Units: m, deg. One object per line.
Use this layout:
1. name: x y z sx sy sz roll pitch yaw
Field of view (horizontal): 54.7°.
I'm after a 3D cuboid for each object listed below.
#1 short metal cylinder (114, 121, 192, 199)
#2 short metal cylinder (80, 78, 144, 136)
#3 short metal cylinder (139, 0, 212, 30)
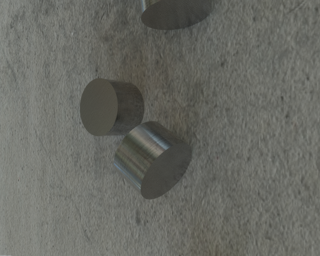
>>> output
1. short metal cylinder: -0.008 0.038 0.374 0.050 0.081 0.079 37 113 33
2. short metal cylinder: -0.069 -0.029 0.443 0.080 0.050 0.079 0 90 39
3. short metal cylinder: 0.015 -0.153 0.355 0.080 0.081 0.050 -12 82 39
